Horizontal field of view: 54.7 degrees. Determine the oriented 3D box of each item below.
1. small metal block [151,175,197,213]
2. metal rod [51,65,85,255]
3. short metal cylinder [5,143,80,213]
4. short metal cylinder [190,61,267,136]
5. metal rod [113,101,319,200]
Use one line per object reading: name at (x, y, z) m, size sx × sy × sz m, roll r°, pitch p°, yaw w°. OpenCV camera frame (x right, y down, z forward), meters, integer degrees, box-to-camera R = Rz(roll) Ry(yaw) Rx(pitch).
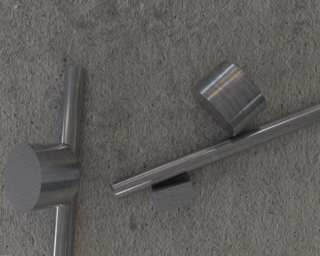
small metal block at (0.017, 0.083, 0.398) m, size 0.050 × 0.050 × 0.025 m, roll -17°, pitch 90°, yaw 0°
metal rod at (-0.123, 0.068, 0.408) m, size 0.025 × 0.025 × 0.298 m, roll 4°, pitch 90°, yaw 0°
short metal cylinder at (-0.144, 0.058, 0.377) m, size 0.080 × 0.050 × 0.080 m, roll -2°, pitch 86°, yaw 37°
short metal cylinder at (0.084, -0.036, 0.383) m, size 0.050 × 0.080 × 0.080 m, roll -42°, pitch 90°, yaw 0°
metal rod at (0.083, 0.028, 0.410) m, size 0.301 × 0.025 × 0.025 m, roll -21°, pitch 90°, yaw 0°
